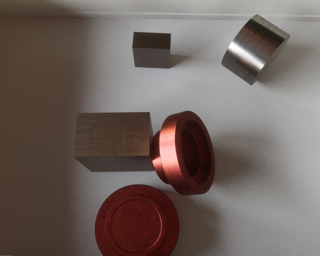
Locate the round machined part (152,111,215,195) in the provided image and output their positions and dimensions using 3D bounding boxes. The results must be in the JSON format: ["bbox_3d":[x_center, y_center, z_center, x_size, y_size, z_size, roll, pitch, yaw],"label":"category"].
[{"bbox_3d":[0.025,0.031,0.369,0.042,0.098,0.098,-14,67,31],"label":"round machined part"}]

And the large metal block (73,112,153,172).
[{"bbox_3d":[-0.050,0.020,0.371,0.081,0.080,0.050,-1,70,1],"label":"large metal block"}]

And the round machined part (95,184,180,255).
[{"bbox_3d":[-0.026,0.114,0.359,0.099,0.042,0.098,0,70,-1],"label":"round machined part"}]

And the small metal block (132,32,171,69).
[{"bbox_3d":[-0.011,-0.108,0.436,0.050,0.050,0.025,3,70,0],"label":"small metal block"}]

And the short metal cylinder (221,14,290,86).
[{"bbox_3d":[0.129,-0.105,0.420,0.050,0.080,0.080,39,74,12],"label":"short metal cylinder"}]
